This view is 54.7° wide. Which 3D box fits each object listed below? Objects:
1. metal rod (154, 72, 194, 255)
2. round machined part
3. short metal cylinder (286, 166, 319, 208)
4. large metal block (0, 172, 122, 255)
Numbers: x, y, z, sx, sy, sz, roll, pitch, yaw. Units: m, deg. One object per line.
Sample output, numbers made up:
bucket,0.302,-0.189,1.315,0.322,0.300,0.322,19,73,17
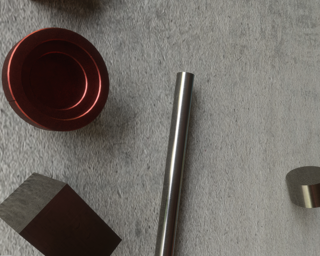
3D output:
metal rod,0.018,0.072,0.421,0.025,0.025,0.298,12,82,-40
round machined part,-0.104,-0.045,0.308,0.099,0.042,0.097,0,90,-40
short metal cylinder,0.302,0.118,0.627,0.081,0.080,0.050,-28,108,-37
large metal block,-0.096,0.091,0.290,0.050,0.080,0.080,-50,120,-29
